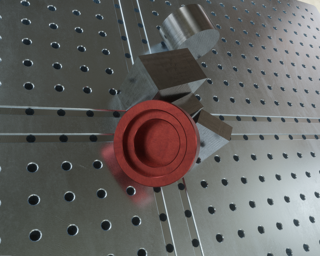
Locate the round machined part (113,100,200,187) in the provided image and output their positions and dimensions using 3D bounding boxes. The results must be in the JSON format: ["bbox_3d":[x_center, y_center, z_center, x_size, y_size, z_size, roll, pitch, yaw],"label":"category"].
[{"bbox_3d":[-0.001,0.018,0.364,0.098,0.098,0.042,56,14,11],"label":"round machined part"}]

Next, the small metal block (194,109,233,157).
[{"bbox_3d":[0.062,0.008,0.423,0.050,0.050,0.025,30,52,-10],"label":"small metal block"}]

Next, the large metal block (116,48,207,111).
[{"bbox_3d":[0.001,-0.055,0.409,0.081,0.080,0.050,-19,72,-36],"label":"large metal block"}]

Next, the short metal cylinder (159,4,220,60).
[{"bbox_3d":[0.046,-0.147,0.489,0.081,0.080,0.050,-15,70,-35],"label":"short metal cylinder"}]

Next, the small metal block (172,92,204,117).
[{"bbox_3d":[0.023,-0.017,0.416,0.050,0.050,0.025,-29,78,-38],"label":"small metal block"}]
